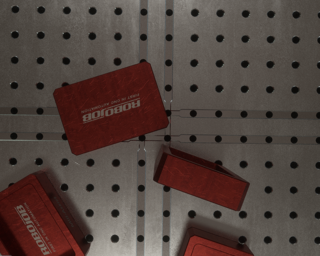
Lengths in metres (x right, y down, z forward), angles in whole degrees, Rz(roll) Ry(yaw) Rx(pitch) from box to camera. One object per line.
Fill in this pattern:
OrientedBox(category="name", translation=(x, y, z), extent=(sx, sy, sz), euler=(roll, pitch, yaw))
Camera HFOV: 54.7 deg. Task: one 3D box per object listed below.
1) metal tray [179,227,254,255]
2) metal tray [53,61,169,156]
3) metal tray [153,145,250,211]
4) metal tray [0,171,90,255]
OrientedBox(category="metal tray", translation=(0.061, 0.211, 0.411), extent=(0.090, 0.030, 0.129), euler=(19, 90, -1))
OrientedBox(category="metal tray", translation=(-0.062, -0.025, 0.410), extent=(0.131, 0.030, 0.090), euler=(-17, 90, -1))
OrientedBox(category="metal tray", translation=(0.040, 0.052, 0.361), extent=(0.090, 0.130, 0.030), euler=(20, 90, -1))
OrientedBox(category="metal tray", translation=(-0.166, 0.134, 0.408), extent=(0.090, 0.030, 0.130), euler=(-32, 90, -1))
